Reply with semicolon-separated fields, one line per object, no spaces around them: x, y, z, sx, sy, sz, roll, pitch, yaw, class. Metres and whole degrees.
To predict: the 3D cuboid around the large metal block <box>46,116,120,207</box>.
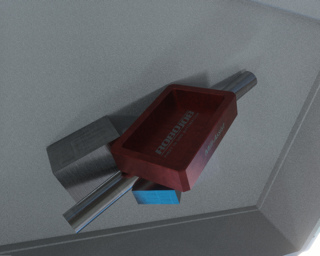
-0.077;0.046;0.375;0.080;0.050;0.080;-30;129;-10;large metal block

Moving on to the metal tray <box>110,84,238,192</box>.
0.020;0.002;0.344;0.131;0.090;0.030;-50;139;-36;metal tray

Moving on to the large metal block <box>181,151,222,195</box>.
0.032;0.040;0.435;0.080;0.050;0.080;-30;129;-10;large metal block

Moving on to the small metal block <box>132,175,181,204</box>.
0.000;0.062;0.368;0.050;0.050;0.025;-5;129;17;small metal block

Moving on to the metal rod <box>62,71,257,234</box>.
0.017;0.015;0.379;0.302;0.025;0.025;-38;131;-23;metal rod
